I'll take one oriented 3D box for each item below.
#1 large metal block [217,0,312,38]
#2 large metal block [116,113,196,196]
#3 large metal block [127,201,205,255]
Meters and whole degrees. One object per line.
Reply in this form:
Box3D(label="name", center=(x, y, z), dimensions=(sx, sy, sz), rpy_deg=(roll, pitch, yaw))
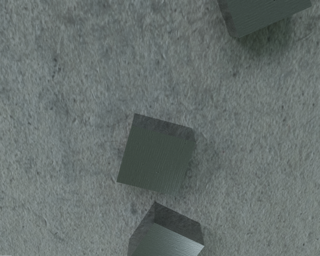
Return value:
Box3D(label="large metal block", center=(0.106, -0.155, 0.341), dimensions=(0.080, 0.050, 0.080), rpy_deg=(-23, 109, 8))
Box3D(label="large metal block", center=(-0.006, 0.034, 0.409), dimensions=(0.081, 0.050, 0.079), rpy_deg=(15, 109, -6))
Box3D(label="large metal block", center=(0.007, 0.170, 0.459), dimensions=(0.080, 0.050, 0.080), rpy_deg=(28, 107, -11))
